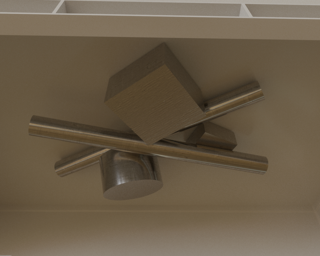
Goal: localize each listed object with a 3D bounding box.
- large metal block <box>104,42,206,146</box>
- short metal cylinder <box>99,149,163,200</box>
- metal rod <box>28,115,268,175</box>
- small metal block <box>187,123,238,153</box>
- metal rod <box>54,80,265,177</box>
[{"bbox_3d":[-0.004,-0.037,0.359,0.080,0.050,0.080,-29,125,22],"label":"large metal block"},{"bbox_3d":[-0.040,0.062,0.425,0.081,0.050,0.080,-10,153,-5],"label":"short metal cylinder"},{"bbox_3d":[-0.007,0.024,0.394,0.302,0.025,0.025,10,129,-9],"label":"metal rod"},{"bbox_3d":[0.069,0.023,0.425,0.050,0.025,0.050,21,127,-17],"label":"small metal block"},{"bbox_3d":[-0.013,0.008,0.413,0.300,0.025,0.025,-22,127,17],"label":"metal rod"}]
